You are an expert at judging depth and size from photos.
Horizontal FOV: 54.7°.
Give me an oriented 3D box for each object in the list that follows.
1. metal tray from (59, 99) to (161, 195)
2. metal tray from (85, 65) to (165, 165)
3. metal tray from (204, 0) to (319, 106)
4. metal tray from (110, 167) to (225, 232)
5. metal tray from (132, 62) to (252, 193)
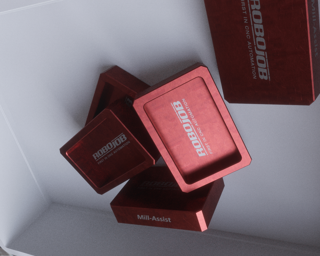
[{"bbox_3d":[-0.069,0.030,0.418,0.130,0.030,0.090,-34,100,38],"label":"metal tray"},{"bbox_3d":[-0.052,-0.008,0.425,0.090,0.030,0.129,32,128,6],"label":"metal tray"},{"bbox_3d":[0.095,-0.086,0.287,0.090,0.030,0.129,6,123,41],"label":"metal tray"},{"bbox_3d":[0.011,0.089,0.414,0.130,0.090,0.030,-4,116,30],"label":"metal tray"},{"bbox_3d":[0.038,0.002,0.360,0.090,0.030,0.130,-27,106,8],"label":"metal tray"}]
